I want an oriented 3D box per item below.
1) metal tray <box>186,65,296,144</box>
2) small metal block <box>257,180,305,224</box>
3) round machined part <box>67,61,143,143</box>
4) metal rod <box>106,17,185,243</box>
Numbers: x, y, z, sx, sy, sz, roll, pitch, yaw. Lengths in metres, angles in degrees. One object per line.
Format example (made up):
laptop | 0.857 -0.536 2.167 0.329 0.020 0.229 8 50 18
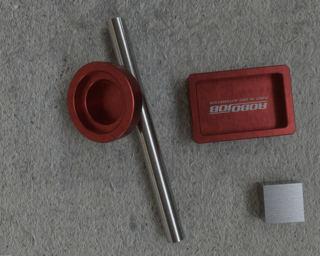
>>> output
metal tray | 0.104 -0.030 0.408 0.131 0.030 0.089 -6 90 0
small metal block | 0.160 0.097 0.412 0.050 0.025 0.050 -4 90 0
round machined part | -0.064 -0.033 0.388 0.098 0.042 0.097 4 99 26
metal rod | -0.019 0.003 0.409 0.025 0.025 0.298 -16 90 0
